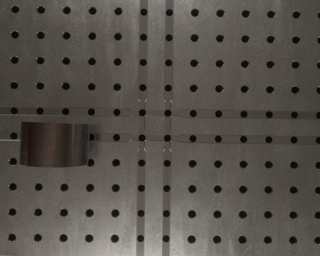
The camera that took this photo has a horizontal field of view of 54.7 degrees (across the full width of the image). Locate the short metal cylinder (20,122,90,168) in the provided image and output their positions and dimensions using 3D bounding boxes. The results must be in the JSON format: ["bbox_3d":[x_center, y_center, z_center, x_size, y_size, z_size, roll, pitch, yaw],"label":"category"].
[{"bbox_3d":[-0.129,0.019,0.384,0.081,0.080,0.050,2,90,-1],"label":"short metal cylinder"}]
